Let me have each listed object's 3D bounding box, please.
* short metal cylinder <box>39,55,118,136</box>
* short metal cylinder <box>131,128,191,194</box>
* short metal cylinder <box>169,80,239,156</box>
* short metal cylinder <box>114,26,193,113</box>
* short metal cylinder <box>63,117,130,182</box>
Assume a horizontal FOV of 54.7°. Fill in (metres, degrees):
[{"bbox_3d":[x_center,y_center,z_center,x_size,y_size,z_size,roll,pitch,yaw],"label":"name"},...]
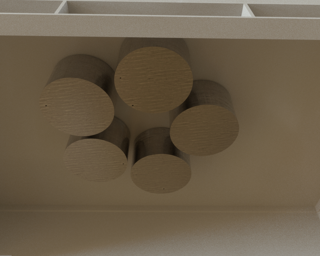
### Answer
[{"bbox_3d":[-0.090,-0.037,0.358,0.081,0.050,0.079,0,130,0],"label":"short metal cylinder"},{"bbox_3d":[0.001,0.046,0.429,0.081,0.050,0.079,0,130,0],"label":"short metal cylinder"},{"bbox_3d":[0.052,-0.011,0.381,0.081,0.050,0.079,0,130,0],"label":"short metal cylinder"},{"bbox_3d":[-0.006,-0.063,0.336,0.081,0.050,0.079,0,130,0],"label":"short metal cylinder"},{"bbox_3d":[-0.082,0.027,0.412,0.081,0.050,0.079,0,130,0],"label":"short metal cylinder"}]
